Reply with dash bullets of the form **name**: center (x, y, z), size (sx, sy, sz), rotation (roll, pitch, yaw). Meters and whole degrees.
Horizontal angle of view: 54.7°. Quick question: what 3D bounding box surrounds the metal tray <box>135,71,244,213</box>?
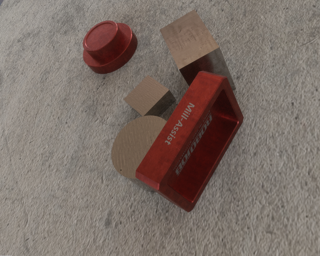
- **metal tray**: center (0.038, 0.016, 0.331), size (0.030, 0.090, 0.130), rotation (23, 74, 36)

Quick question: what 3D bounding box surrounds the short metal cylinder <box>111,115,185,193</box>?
- **short metal cylinder**: center (-0.011, 0.032, 0.374), size (0.080, 0.050, 0.080), rotation (-13, 56, 21)

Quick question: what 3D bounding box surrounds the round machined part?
- **round machined part**: center (-0.092, -0.144, 0.529), size (0.098, 0.042, 0.098), rotation (-13, 56, 21)

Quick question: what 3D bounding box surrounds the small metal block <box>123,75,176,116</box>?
- **small metal block**: center (-0.015, -0.040, 0.436), size (0.050, 0.025, 0.050), rotation (-46, 51, -4)

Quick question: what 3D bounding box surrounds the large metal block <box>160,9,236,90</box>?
- **large metal block**: center (0.049, -0.088, 0.397), size (0.050, 0.080, 0.080), rotation (-28, 52, 11)
